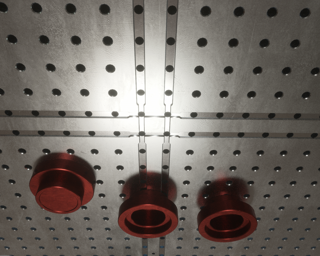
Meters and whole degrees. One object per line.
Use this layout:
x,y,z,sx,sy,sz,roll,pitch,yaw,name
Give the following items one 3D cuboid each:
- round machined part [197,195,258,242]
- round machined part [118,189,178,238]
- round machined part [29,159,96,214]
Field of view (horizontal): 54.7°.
0.113,0.152,0.532,0.099,0.042,0.097,-1,130,0,round machined part
-0.020,0.141,0.520,0.099,0.042,0.097,-1,130,0,round machined part
-0.152,0.097,0.481,0.099,0.042,0.097,-1,130,0,round machined part
